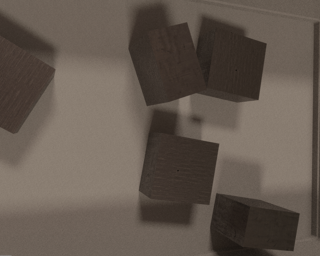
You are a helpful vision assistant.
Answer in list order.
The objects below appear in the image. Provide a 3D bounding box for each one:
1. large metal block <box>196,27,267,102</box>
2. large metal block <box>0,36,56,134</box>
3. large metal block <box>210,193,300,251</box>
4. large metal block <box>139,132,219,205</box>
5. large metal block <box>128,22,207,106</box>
[{"bbox_3d":[0.095,-0.084,0.434,0.081,0.050,0.080,10,87,-20],"label":"large metal block"},{"bbox_3d":[-0.172,-0.049,0.334,0.080,0.050,0.080,32,79,-18],"label":"large metal block"},{"bbox_3d":[0.129,0.129,0.431,0.081,0.080,0.050,13,86,-20],"label":"large metal block"},{"bbox_3d":[0.024,0.052,0.407,0.081,0.050,0.080,11,86,-20],"label":"large metal block"},{"bbox_3d":[0.006,-0.075,0.385,0.050,0.080,0.080,-20,97,-19],"label":"large metal block"}]
